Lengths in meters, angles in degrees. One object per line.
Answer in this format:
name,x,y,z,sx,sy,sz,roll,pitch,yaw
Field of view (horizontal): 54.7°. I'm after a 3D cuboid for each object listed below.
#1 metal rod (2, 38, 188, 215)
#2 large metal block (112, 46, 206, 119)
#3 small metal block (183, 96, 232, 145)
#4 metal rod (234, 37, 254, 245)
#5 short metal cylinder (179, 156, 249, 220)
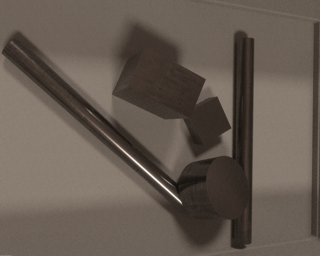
metal rod,-0.064,0.008,0.387,0.300,0.025,0.025,44,76,-15
large metal block,-0.005,-0.050,0.380,0.080,0.080,0.050,25,82,-19
small metal block,0.065,-0.010,0.436,0.050,0.025,0.050,-29,100,-18
metal rod,0.125,0.019,0.458,0.025,0.025,0.298,1,90,-20
short metal cylinder,0.072,0.080,0.411,0.081,0.050,0.080,13,69,-36
